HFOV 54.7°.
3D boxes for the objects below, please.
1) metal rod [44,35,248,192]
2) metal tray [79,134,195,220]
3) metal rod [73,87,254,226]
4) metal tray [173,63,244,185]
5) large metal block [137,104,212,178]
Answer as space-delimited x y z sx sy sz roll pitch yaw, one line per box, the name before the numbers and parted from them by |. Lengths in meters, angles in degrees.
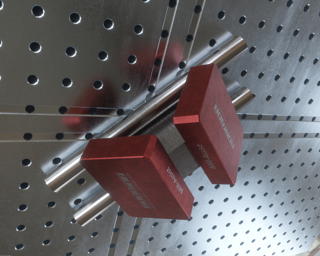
metal rod | -0.014 -0.020 0.393 0.301 0.025 0.025 -37 130 -4
metal tray | -0.023 0.063 0.369 0.090 0.030 0.130 -5 135 27
metal rod | 0.008 0.038 0.441 0.301 0.025 0.025 -36 130 -5
metal tray | 0.065 -0.001 0.377 0.130 0.030 0.090 56 42 -39
large metal block | 0.016 0.017 0.396 0.080 0.080 0.050 -36 130 -5
